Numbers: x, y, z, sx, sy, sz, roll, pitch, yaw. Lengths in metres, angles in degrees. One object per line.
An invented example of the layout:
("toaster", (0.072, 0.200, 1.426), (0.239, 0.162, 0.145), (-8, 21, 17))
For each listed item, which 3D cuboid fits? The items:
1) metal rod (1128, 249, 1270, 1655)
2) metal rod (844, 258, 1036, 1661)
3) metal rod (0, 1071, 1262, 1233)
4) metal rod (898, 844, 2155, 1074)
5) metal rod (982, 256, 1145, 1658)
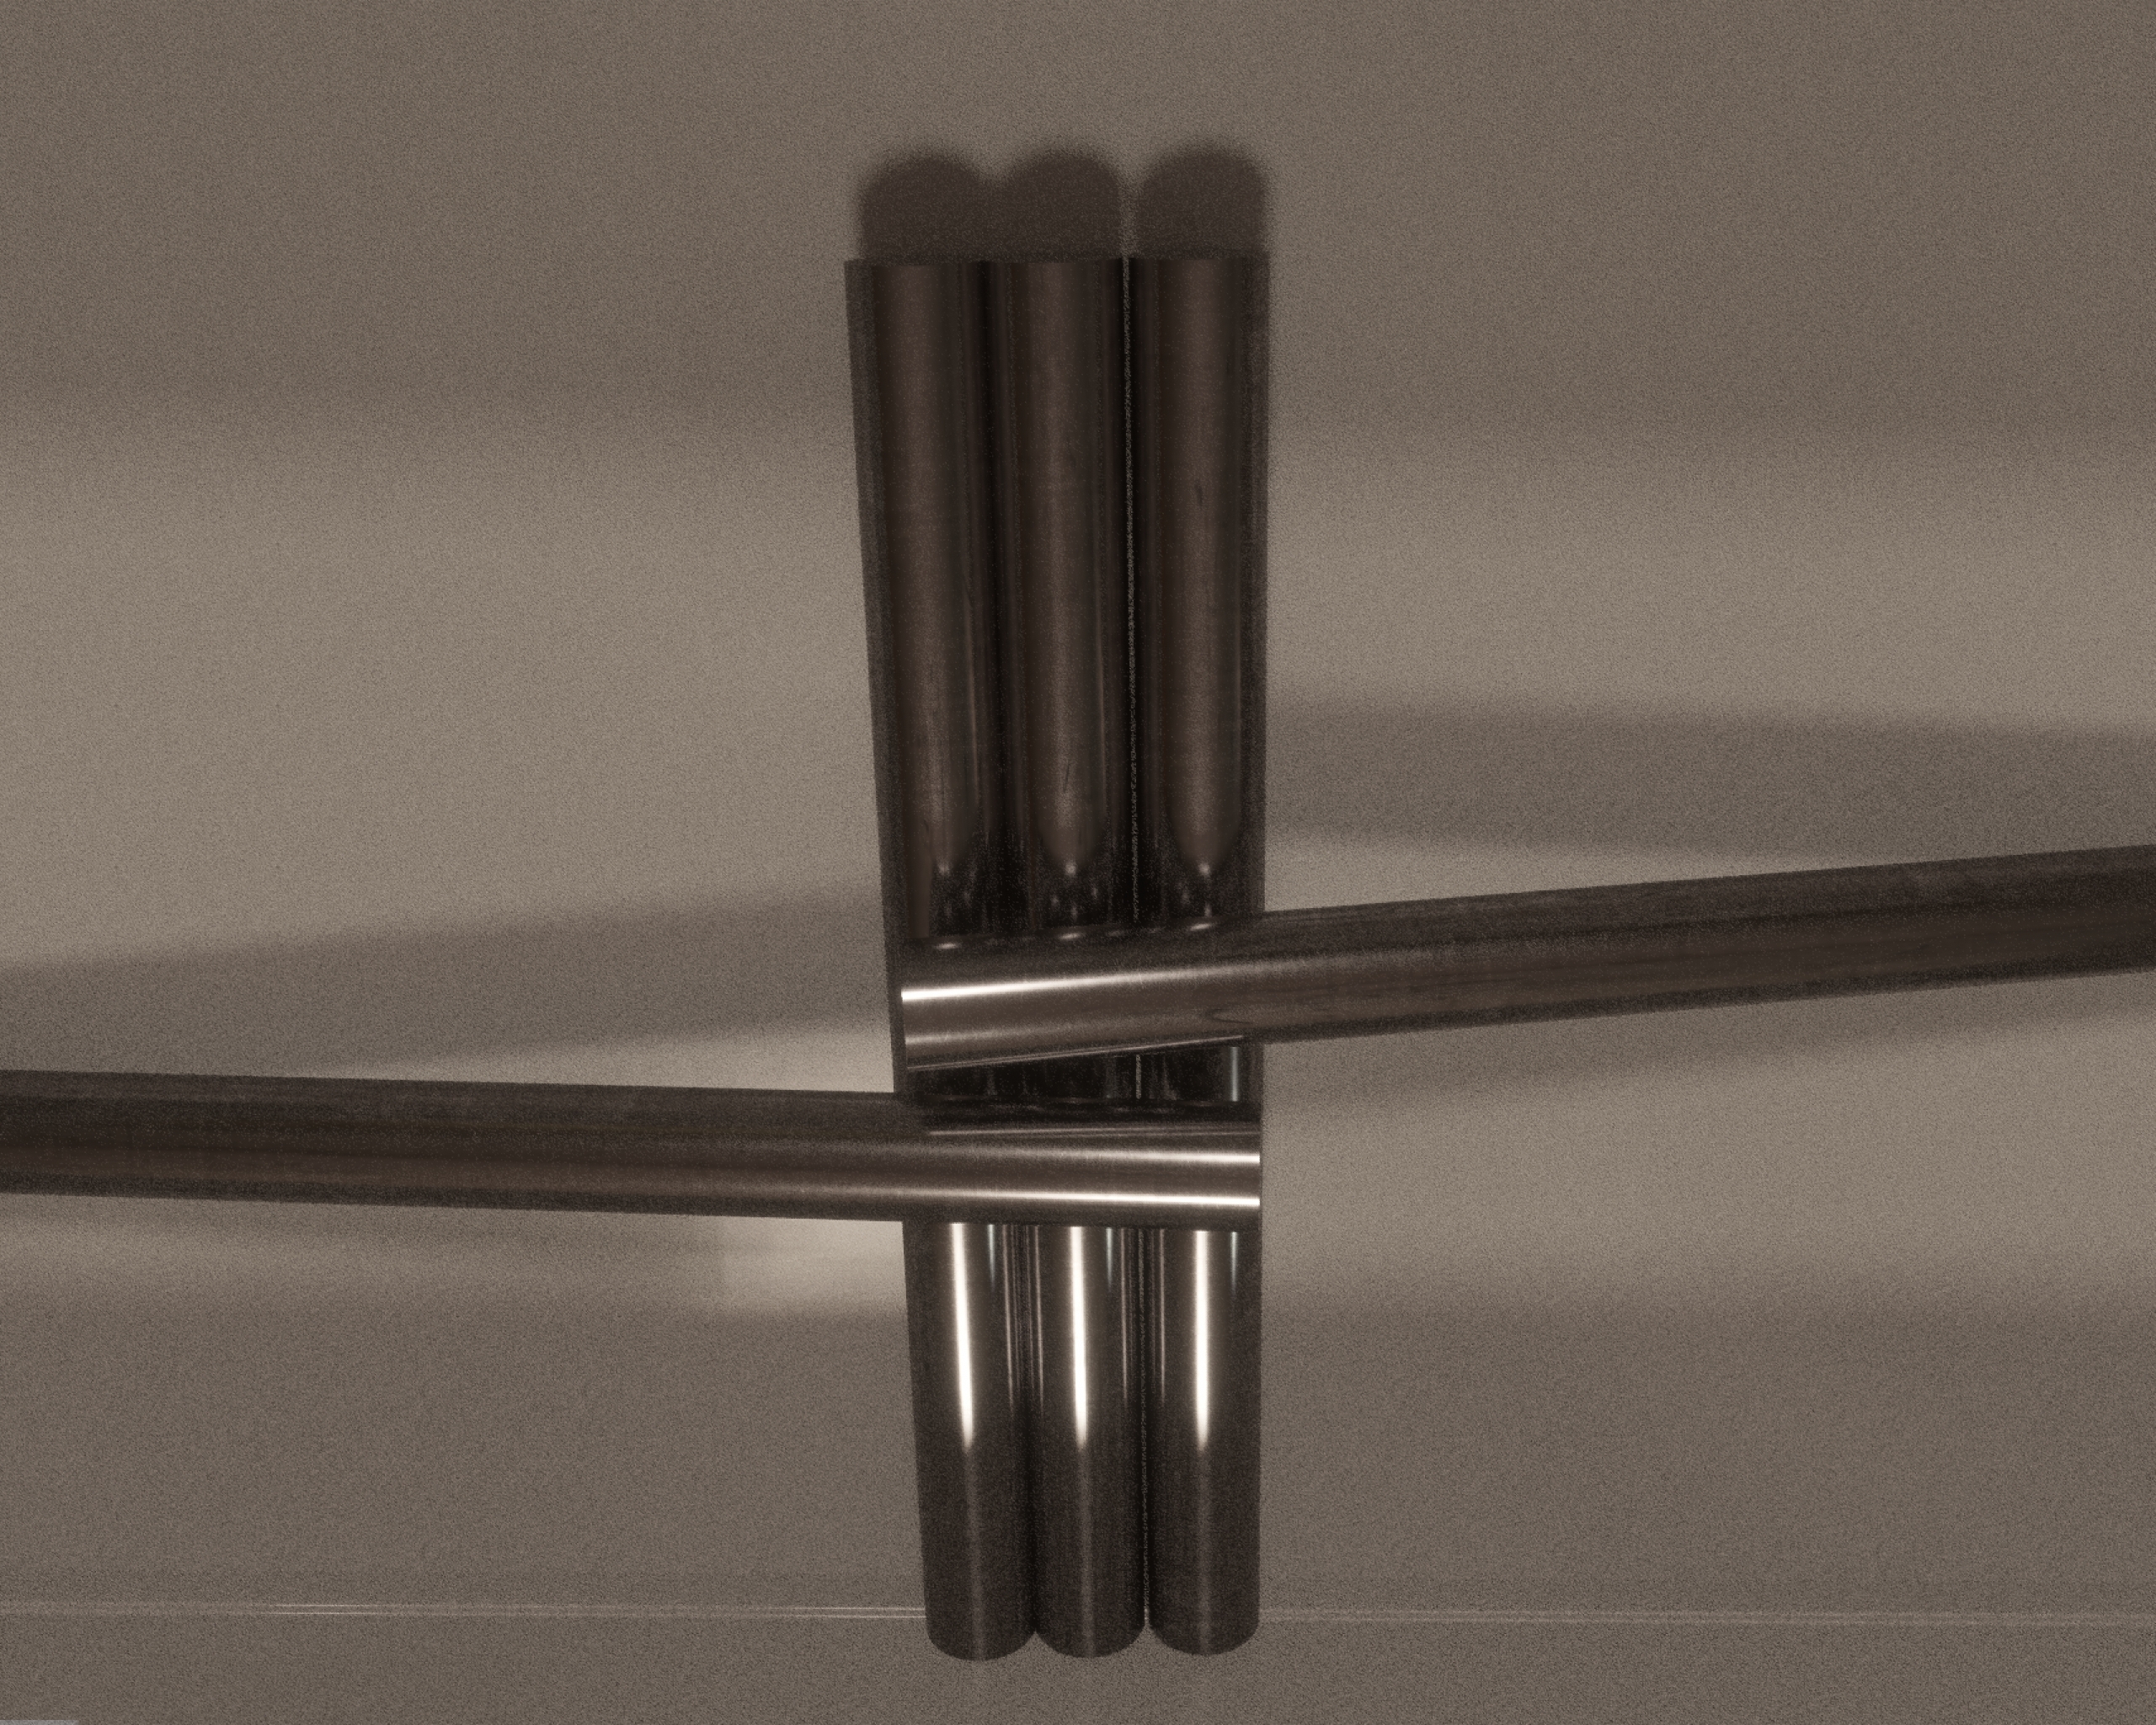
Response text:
("metal rod", (0.025, 0.032, 0.422), (0.025, 0.025, 0.298), (-1, 110, 0))
("metal rod", (-0.025, 0.033, 0.422), (0.025, 0.025, 0.298), (-1, 110, 0))
("metal rod", (-0.115, 0.056, 0.412), (0.302, 0.025, 0.025), (1, 110, 5))
("metal rod", (0.118, 0.016, 0.399), (0.302, 0.025, 0.025), (-4, 110, -6))
("metal rod", (-0.001, 0.032, 0.422), (0.025, 0.025, 0.298), (-1, 110, 0))
